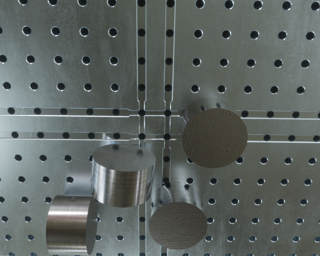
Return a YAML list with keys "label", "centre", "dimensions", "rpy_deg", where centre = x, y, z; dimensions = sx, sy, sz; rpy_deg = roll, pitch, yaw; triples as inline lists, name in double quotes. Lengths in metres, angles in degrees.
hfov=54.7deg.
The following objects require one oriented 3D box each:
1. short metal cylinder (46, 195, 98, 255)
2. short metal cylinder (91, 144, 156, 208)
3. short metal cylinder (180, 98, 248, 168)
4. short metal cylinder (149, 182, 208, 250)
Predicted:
- label: "short metal cylinder"
  centre: [-0.120, 0.134, 0.432]
  dimensions: [0.050, 0.080, 0.079]
  rpy_deg: [1, 110, -1]
- label: "short metal cylinder"
  centre: [-0.048, 0.059, 0.405]
  dimensions: [0.081, 0.080, 0.050]
  rpy_deg: [7, 110, -3]
- label: "short metal cylinder"
  centre: [0.067, 0.005, 0.403]
  dimensions: [0.081, 0.050, 0.079]
  rpy_deg: [0, 110, -1]
- label: "short metal cylinder"
  centre: [0.025, 0.126, 0.447]
  dimensions: [0.081, 0.050, 0.079]
  rpy_deg: [0, 110, -1]
